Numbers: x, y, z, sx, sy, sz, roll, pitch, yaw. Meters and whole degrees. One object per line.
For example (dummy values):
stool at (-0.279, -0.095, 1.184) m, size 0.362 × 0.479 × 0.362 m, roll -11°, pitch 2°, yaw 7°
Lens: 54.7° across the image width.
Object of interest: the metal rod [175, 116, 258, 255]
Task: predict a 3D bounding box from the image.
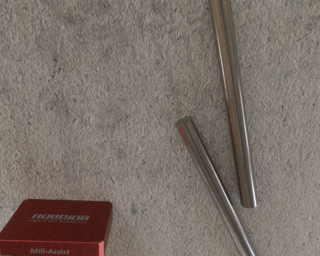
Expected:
metal rod at (0.096, 0.116, 0.454) m, size 0.025 × 0.025 × 0.299 m, roll -25°, pitch 109°, yaw 8°

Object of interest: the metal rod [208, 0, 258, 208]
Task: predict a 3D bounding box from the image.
metal rod at (0.097, -0.027, 0.401) m, size 0.025 × 0.025 × 0.298 m, roll -12°, pitch 110°, yaw 4°

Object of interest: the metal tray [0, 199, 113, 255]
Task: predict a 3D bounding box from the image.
metal tray at (-0.136, 0.136, 0.423) m, size 0.131 × 0.090 × 0.030 m, roll 2°, pitch 110°, yaw -1°
